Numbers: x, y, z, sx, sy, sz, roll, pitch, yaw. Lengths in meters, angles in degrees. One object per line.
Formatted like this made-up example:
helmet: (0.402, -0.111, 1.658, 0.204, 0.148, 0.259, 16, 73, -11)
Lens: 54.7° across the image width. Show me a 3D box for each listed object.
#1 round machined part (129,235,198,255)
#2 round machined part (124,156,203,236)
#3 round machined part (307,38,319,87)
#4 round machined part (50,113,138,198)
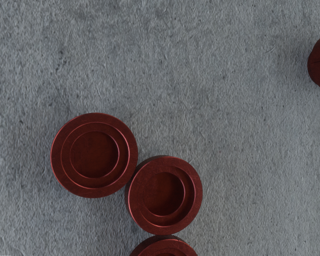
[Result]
round machined part: (0.000, 0.185, 0.400, 0.099, 0.042, 0.097, 0, 90, -20)
round machined part: (0.002, 0.084, 0.401, 0.099, 0.042, 0.097, 0, 90, -20)
round machined part: (0.281, -0.104, 0.503, 0.099, 0.042, 0.097, 0, 90, -20)
round machined part: (-0.079, 0.031, 0.371, 0.099, 0.042, 0.097, 0, 90, -20)
